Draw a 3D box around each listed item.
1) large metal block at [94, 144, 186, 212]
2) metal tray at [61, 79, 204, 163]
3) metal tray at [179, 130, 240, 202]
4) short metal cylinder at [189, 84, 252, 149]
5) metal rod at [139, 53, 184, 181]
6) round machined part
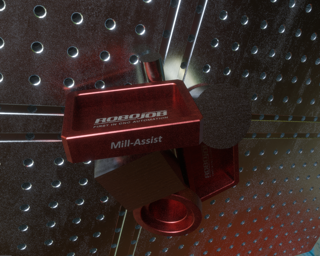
[{"bbox_3d":[-0.024,0.050,0.384,0.080,0.050,0.080,-25,130,9],"label":"large metal block"},{"bbox_3d":[-0.030,-0.012,0.322,0.131,0.090,0.030,-8,125,-8],"label":"metal tray"},{"bbox_3d":[0.075,0.051,0.476,0.091,0.030,0.129,-23,127,-15],"label":"metal tray"},{"bbox_3d":[0.069,-0.016,0.399,0.081,0.050,0.079,-1,95,-17],"label":"short metal cylinder"},{"bbox_3d":[0.015,0.038,0.438,0.025,0.025,0.298,-23,127,-15],"label":"metal rod"},{"bbox_3d":[0.012,0.112,0.454,0.099,0.042,0.097,4,128,5],"label":"round machined part"}]
